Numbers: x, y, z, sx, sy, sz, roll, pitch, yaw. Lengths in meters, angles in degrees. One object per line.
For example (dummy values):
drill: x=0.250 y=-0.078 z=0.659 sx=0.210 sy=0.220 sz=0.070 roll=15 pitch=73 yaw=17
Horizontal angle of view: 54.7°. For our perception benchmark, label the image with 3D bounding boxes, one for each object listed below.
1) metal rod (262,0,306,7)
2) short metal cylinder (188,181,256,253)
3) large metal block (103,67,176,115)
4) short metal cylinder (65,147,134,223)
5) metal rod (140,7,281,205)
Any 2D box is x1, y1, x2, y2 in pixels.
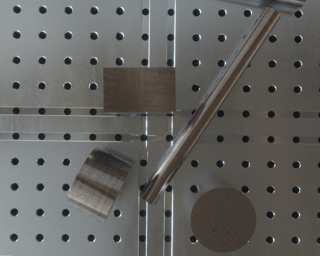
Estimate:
metal rod: x=0.044 y=-0.202 z=0.413 sx=0.302 sy=0.025 sz=0.025 roll=11 pitch=90 yaw=0
short metal cylinder: x=0.077 y=0.112 z=0.401 sx=0.081 sy=0.050 sz=0.079 roll=0 pitch=90 yaw=0
large metal block: x=-0.023 y=-0.043 z=0.386 sx=0.081 sy=0.080 sz=0.050 roll=0 pitch=90 yaw=0
short metal cylinder: x=-0.074 y=0.070 z=0.385 sx=0.050 sy=0.080 sz=0.080 roll=26 pitch=90 yaw=0
metal rod: x=0.066 y=-0.029 z=0.413 sx=0.025 sy=0.025 sz=0.299 roll=34 pitch=90 yaw=0
